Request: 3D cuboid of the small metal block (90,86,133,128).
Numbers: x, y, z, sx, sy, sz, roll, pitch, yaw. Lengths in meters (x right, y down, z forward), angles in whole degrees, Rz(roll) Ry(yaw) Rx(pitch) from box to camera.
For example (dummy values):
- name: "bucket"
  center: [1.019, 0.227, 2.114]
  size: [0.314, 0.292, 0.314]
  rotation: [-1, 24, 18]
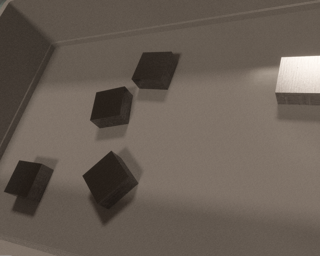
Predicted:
- name: "small metal block"
  center: [-0.071, -0.030, 0.460]
  size: [0.050, 0.025, 0.050]
  rotation: [-8, 58, 23]

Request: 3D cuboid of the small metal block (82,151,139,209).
- name: "small metal block"
  center: [-0.064, 0.066, 0.397]
  size: [0.050, 0.025, 0.050]
  rotation: [-41, 51, -1]

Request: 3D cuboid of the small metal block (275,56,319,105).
- name: "small metal block"
  center: [0.163, -0.054, 0.353]
  size: [0.050, 0.025, 0.050]
  rotation: [5, 64, 30]

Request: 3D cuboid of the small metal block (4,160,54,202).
- name: "small metal block"
  center: [-0.193, 0.078, 0.457]
  size: [0.050, 0.025, 0.050]
  rotation: [3, 63, 29]

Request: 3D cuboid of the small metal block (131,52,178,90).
- name: "small metal block"
  center: [-0.007, -0.085, 0.461]
  size: [0.050, 0.025, 0.050]
  rotation: [7, 65, 30]
